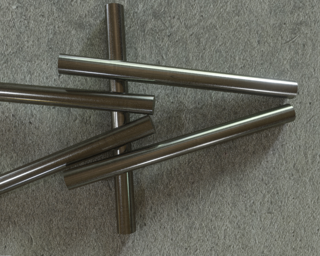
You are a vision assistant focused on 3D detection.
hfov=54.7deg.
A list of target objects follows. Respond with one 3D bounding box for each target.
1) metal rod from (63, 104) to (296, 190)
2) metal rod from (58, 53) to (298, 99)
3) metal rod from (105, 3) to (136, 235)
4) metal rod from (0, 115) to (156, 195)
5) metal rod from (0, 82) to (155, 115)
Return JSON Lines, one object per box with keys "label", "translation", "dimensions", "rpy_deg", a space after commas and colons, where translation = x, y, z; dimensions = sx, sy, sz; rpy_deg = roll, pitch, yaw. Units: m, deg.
{"label": "metal rod", "translation": [0.030, 0.022, 0.396], "dimensions": [0.302, 0.025, 0.025], "rpy_deg": [-16, 90, -7]}
{"label": "metal rod", "translation": [0.028, -0.065, 0.395], "dimensions": [0.302, 0.025, 0.025], "rpy_deg": [5, 90, -7]}
{"label": "metal rod", "translation": [-0.052, -0.012, 0.410], "dimensions": [0.025, 0.025, 0.298], "rpy_deg": [-3, 90, -1]}
{"label": "metal rod", "translation": [-0.149, 0.050, 0.395], "dimensions": [0.301, 0.025, 0.025], "rpy_deg": [-22, 90, 5]}
{"label": "metal rod", "translation": [-0.157, -0.042, 0.395], "dimensions": [0.302, 0.025, 0.025], "rpy_deg": [5, 90, 5]}
